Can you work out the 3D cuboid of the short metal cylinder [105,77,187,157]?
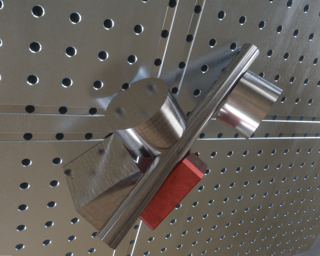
[{"bbox_3d":[-0.016,-0.013,0.360,0.080,0.080,0.050,-37,130,-4],"label":"short metal cylinder"}]

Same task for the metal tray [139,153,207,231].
[{"bbox_3d":[0.021,0.079,0.419,0.090,0.030,0.130,-48,171,6],"label":"metal tray"}]

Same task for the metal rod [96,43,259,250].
[{"bbox_3d":[0.033,0.006,0.365,0.301,0.025,0.025,-51,132,-20],"label":"metal rod"}]

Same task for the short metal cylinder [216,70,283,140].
[{"bbox_3d":[0.120,-0.031,0.418,0.080,0.050,0.080,-51,166,-17],"label":"short metal cylinder"}]

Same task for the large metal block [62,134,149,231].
[{"bbox_3d":[-0.064,0.064,0.381,0.080,0.080,0.050,-34,129,-6],"label":"large metal block"}]
